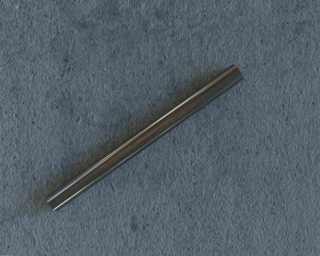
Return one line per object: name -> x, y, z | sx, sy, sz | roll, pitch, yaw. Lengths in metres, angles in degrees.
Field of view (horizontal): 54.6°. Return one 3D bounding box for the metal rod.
metal rod -> -0.020, 0.013, 0.411 | 0.301, 0.025, 0.025 | -35, 90, 0
